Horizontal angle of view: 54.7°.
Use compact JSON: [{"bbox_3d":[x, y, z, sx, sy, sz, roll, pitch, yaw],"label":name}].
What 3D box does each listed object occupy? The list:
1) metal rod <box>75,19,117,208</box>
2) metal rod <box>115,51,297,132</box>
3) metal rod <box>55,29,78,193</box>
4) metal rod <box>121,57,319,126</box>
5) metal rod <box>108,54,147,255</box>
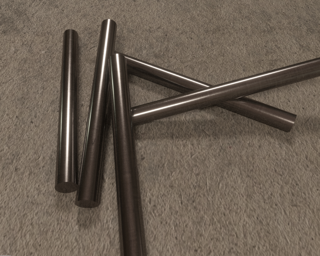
[{"bbox_3d":[-0.080,-0.042,0.417,0.025,0.025,0.300,0,56,-1],"label":"metal rod"},{"bbox_3d":[0.044,-0.061,0.455,0.301,0.025,0.025,23,54,17],"label":"metal rod"},{"bbox_3d":[-0.129,-0.047,0.440,0.025,0.025,0.300,-7,50,-6],"label":"metal rod"},{"bbox_3d":[0.095,-0.050,0.413,0.302,0.025,0.025,-15,51,0],"label":"metal rod"},{"bbox_3d":[-0.040,0.029,0.355,0.025,0.025,0.299,-6,57,-5],"label":"metal rod"}]
